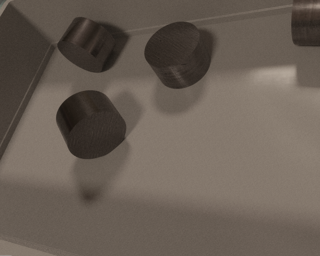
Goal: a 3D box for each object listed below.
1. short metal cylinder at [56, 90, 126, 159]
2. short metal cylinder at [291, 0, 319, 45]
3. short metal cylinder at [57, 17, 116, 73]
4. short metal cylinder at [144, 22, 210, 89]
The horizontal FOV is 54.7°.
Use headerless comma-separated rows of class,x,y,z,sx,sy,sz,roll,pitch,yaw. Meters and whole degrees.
short metal cylinder,-0.093,-0.004,0.420,0.080,0.080,0.050,-40,51,1
short metal cylinder,0.188,-0.136,0.356,0.050,0.080,0.080,11,67,32
short metal cylinder,-0.121,-0.137,0.516,0.080,0.080,0.050,13,69,33
short metal cylinder,0.025,-0.102,0.438,0.080,0.050,0.080,-13,56,20
